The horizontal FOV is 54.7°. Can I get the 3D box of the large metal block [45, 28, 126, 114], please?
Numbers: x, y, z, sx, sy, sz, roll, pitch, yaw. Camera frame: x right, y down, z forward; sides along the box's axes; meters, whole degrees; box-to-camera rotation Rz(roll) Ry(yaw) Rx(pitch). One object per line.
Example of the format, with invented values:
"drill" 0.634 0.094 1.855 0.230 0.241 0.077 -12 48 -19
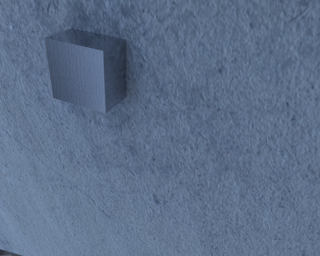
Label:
"large metal block" -0.091 -0.074 0.391 0.080 0.050 0.079 16 125 18
